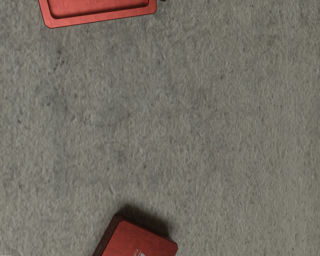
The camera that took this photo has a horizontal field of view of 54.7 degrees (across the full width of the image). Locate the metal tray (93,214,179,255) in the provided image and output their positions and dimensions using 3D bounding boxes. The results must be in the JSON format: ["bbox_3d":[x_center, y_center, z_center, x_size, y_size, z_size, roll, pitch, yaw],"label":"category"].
[{"bbox_3d":[-0.046,0.187,0.391,0.090,0.030,0.130,31,80,-18],"label":"metal tray"}]

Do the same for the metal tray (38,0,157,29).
[{"bbox_3d":[-0.074,-0.169,0.352,0.131,0.030,0.089,-13,117,-11],"label":"metal tray"}]
